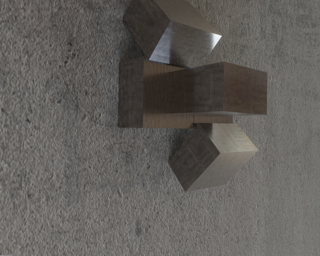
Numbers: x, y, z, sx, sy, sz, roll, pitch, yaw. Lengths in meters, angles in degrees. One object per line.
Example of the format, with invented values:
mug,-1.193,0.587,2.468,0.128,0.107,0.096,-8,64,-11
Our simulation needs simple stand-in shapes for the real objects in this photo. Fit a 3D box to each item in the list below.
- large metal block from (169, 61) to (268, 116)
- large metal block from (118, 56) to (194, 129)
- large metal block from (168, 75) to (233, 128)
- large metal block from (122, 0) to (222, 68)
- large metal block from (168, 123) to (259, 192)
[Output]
large metal block,0.068,-0.041,0.365,0.081,0.080,0.050,2,89,-40
large metal block,-0.004,-0.040,0.386,0.081,0.050,0.079,1,90,-40
large metal block,0.058,-0.039,0.439,0.081,0.050,0.079,1,90,-40
large metal block,0.013,-0.121,0.375,0.081,0.050,0.080,1,46,-40
large metal block,0.072,0.039,0.425,0.081,0.080,0.050,1,46,-41
